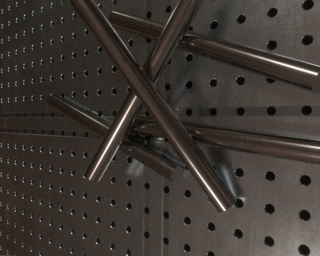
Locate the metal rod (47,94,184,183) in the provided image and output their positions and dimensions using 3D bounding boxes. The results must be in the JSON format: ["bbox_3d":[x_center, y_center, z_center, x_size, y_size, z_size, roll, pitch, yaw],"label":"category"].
[{"bbox_3d":[-0.087,0.004,0.478,0.300,0.025,0.025,26,106,36],"label":"metal rod"}]

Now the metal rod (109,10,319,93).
[{"bbox_3d":[0.040,-0.104,0.374,0.300,0.025,0.025,29,108,36],"label":"metal rod"}]

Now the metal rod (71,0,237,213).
[{"bbox_3d":[-0.010,-0.034,0.360,0.025,0.025,0.299,-38,84,33],"label":"metal rod"}]

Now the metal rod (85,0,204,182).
[{"bbox_3d":[-0.025,-0.046,0.393,0.025,0.025,0.298,46,117,30],"label":"metal rod"}]

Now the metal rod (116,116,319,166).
[{"bbox_3d":[0.056,0.009,0.361,0.300,0.025,0.025,9,96,39],"label":"metal rod"}]
